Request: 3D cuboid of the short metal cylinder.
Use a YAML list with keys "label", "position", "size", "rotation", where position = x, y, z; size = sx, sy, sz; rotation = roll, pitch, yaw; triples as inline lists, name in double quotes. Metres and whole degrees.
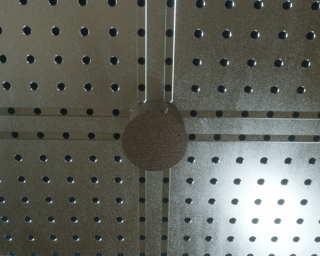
- label: "short metal cylinder"
  position: [-0.006, 0.009, 0.403]
  size: [0.081, 0.050, 0.079]
  rotation: [0, 110, -1]
